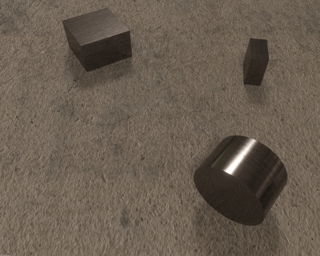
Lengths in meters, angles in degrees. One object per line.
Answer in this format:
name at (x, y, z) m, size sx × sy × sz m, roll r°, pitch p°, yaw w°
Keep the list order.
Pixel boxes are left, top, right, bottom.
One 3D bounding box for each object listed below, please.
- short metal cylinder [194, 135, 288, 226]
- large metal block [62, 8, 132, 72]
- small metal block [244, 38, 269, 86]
short metal cylinder at (0.083, 0.054, 0.323) m, size 0.080 × 0.080 × 0.050 m, roll 32°, pitch 57°, yaw 23°
large metal block at (-0.102, -0.146, 0.509) m, size 0.081 × 0.050 × 0.080 m, roll -25°, pitch 55°, yaw -20°
small metal block at (0.146, -0.101, 0.474) m, size 0.025 × 0.050 × 0.050 m, roll 7°, pitch 50°, yaw 6°
